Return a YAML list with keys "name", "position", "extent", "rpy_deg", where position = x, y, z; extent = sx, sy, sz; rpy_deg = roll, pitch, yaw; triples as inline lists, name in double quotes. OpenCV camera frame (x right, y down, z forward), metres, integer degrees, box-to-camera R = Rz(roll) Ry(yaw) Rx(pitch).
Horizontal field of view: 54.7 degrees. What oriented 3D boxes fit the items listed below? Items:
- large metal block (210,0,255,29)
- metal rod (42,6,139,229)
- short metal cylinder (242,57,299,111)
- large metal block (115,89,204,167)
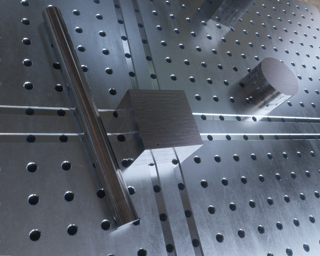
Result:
- name: "large metal block"
  position: [0.142, -0.261, 0.611]
  extent: [0.050, 0.080, 0.080]
  rpy_deg: [17, 55, -19]
- name: "metal rod"
  position: [-0.091, -0.028, 0.376]
  extent: [0.025, 0.025, 0.299]
  rpy_deg: [-11, 68, -33]
- name: "short metal cylinder"
  position: [0.194, -0.077, 0.547]
  extent: [0.081, 0.050, 0.080]
  rpy_deg: [14, 56, -21]
- name: "large metal block"
  position: [-0.003, -0.001, 0.393]
  extent: [0.081, 0.050, 0.080]
  rpy_deg: [-3, 63, -30]
